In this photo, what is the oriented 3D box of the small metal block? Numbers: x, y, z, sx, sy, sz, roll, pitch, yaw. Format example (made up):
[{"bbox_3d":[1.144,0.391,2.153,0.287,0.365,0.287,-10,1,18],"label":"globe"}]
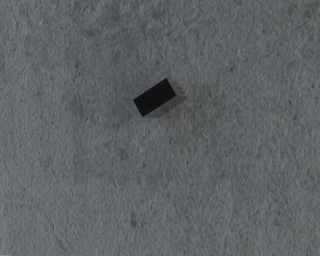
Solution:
[{"bbox_3d":[0.002,-0.036,0.394,0.050,0.050,0.025,-32,80,17],"label":"small metal block"}]
